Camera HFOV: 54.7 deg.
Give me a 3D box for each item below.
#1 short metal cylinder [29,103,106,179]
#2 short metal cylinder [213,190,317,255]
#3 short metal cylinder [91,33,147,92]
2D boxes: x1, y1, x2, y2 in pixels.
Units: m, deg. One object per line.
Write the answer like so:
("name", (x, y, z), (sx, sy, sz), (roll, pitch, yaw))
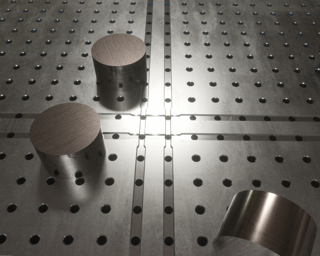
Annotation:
("short metal cylinder", (-0.109, 0.015, 0.377), (0.081, 0.050, 0.080), (0, 50, 0))
("short metal cylinder", (0.096, 0.103, 0.287), (0.080, 0.080, 0.050), (24, 54, 18))
("short metal cylinder", (-0.061, -0.101, 0.475), (0.081, 0.050, 0.080), (0, 50, 0))
